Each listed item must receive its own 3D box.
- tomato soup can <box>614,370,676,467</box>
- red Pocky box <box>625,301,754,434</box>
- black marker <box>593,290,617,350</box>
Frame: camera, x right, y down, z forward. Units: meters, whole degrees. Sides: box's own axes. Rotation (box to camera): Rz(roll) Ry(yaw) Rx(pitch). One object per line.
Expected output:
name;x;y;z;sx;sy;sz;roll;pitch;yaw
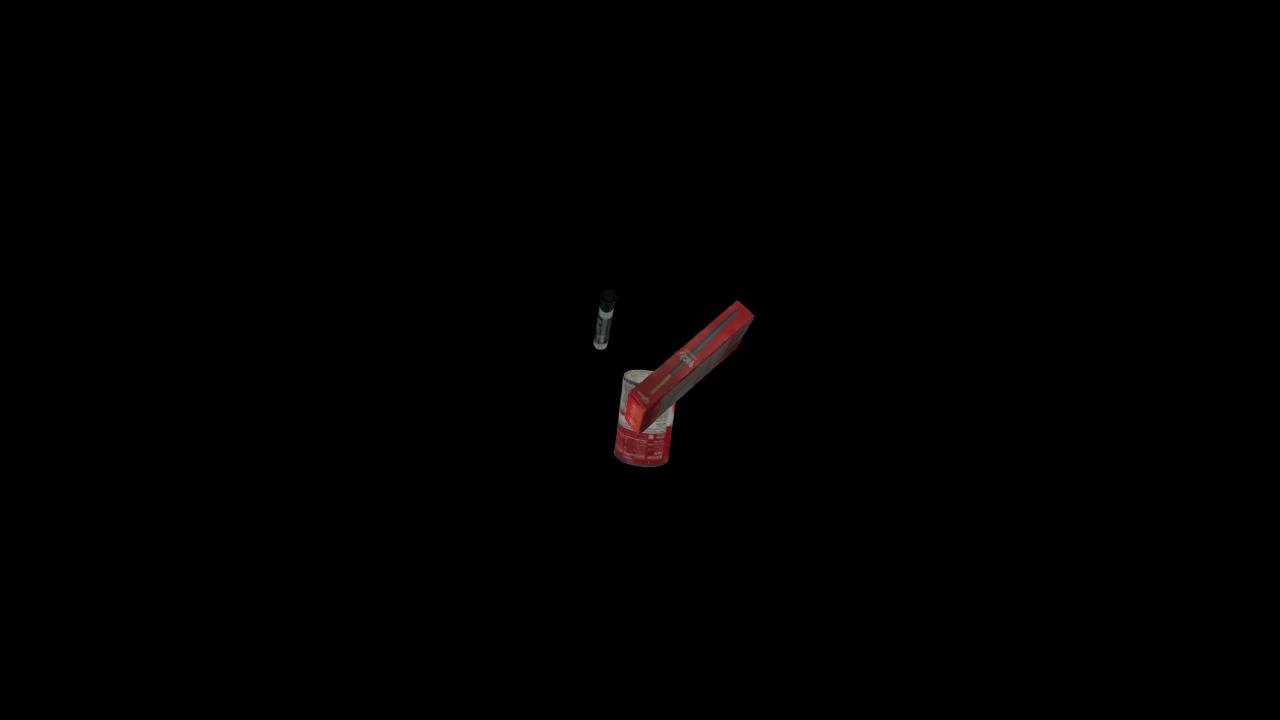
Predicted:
tomato soup can;0.007;0.068;0.735;0.068;0.101;0.068;6;15;-2
red Pocky box;0.049;0.008;0.631;0.155;0.028;0.083;-40;-13;-18
black marker;-0.043;-0.047;0.737;0.020;0.020;0.121;0;-26;-9
